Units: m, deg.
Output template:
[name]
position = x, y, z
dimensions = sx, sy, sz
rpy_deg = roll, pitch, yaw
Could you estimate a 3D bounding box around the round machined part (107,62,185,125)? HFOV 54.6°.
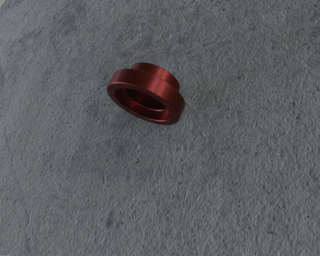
[round machined part]
position = -0.014, -0.046, 0.394
dimensions = 0.098, 0.098, 0.042
rpy_deg = 11, 67, 33
